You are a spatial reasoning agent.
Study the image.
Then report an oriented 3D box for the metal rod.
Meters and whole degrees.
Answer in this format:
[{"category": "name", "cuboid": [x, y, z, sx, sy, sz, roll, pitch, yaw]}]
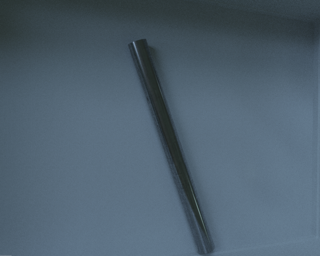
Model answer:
[{"category": "metal rod", "cuboid": [0.018, 0.029, 0.418, 0.025, 0.025, 0.298, -21, 97, -19]}]
